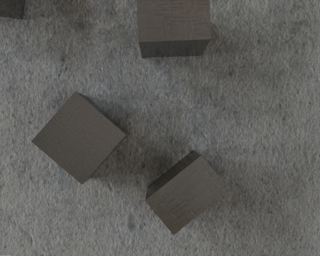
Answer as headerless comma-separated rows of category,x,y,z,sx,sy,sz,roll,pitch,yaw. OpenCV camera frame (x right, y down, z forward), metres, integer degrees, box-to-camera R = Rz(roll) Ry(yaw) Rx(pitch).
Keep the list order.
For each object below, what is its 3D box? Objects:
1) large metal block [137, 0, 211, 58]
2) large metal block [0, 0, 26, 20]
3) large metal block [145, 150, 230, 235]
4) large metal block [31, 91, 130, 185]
large metal block,0.015,-0.122,0.383,0.081,0.080,0.050,-2,90,-1
large metal block,-0.220,-0.191,0.394,0.081,0.050,0.080,7,90,-1
large metal block,0.030,0.074,0.383,0.080,0.080,0.050,-39,90,0
large metal block,-0.098,0.012,0.396,0.080,0.050,0.080,41,90,-1
